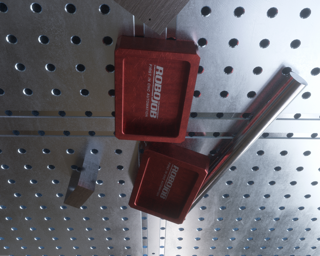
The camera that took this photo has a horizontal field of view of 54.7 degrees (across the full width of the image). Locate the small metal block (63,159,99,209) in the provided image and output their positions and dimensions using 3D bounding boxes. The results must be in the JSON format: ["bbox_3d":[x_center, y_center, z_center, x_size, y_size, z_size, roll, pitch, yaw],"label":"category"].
[{"bbox_3d":[-0.118,0.084,0.465,0.025,0.050,0.050,27,125,-22],"label":"small metal block"}]

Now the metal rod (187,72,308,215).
[{"bbox_3d":[0.098,0.044,0.450,0.025,0.025,0.298,20,127,-17],"label":"metal rod"}]

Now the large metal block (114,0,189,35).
[{"bbox_3d":[-0.007,-0.145,0.272,0.080,0.050,0.080,31,123,-24],"label":"large metal block"}]

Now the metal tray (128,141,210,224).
[{"bbox_3d":[0.010,0.082,0.462,0.090,0.030,0.129,19,128,2],"label":"metal tray"}]

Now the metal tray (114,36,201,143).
[{"bbox_3d":[-0.008,-0.041,0.373,0.091,0.030,0.129,4,130,-4],"label":"metal tray"}]
